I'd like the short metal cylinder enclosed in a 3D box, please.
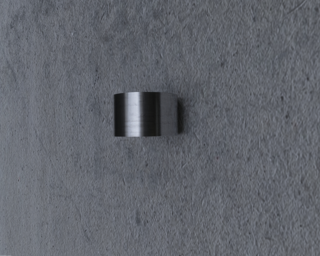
[{"bbox_3d":[-0.018,-0.015,0.384,0.080,0.081,0.050,-1,90,39],"label":"short metal cylinder"}]
